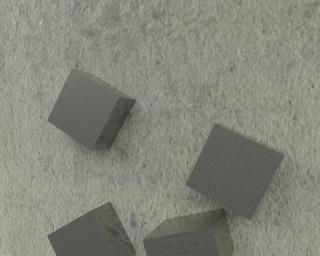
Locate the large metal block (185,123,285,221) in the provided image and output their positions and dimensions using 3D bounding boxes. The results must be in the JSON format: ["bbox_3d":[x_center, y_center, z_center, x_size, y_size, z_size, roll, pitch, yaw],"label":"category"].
[{"bbox_3d":[0.088,0.047,0.364,0.080,0.050,0.080,26,99,17],"label":"large metal block"}]

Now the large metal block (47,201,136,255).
[{"bbox_3d":[-0.093,0.160,0.427,0.080,0.050,0.080,-32,80,17],"label":"large metal block"}]

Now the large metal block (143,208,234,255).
[{"bbox_3d":[0.037,0.137,0.366,0.080,0.080,0.050,-17,85,19],"label":"large metal block"}]

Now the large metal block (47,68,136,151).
[{"bbox_3d":[-0.094,-0.025,0.427,0.080,0.050,0.080,31,100,17],"label":"large metal block"}]
